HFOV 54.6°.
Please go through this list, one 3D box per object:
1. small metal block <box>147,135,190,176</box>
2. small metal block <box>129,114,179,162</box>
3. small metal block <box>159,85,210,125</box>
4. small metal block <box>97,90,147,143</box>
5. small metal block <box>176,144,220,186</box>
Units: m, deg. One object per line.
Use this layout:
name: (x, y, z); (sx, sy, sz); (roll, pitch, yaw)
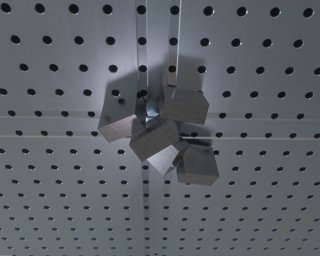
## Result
small metal block: (0.005, 0.027, 0.417); (0.050, 0.025, 0.050); (42, 129, 18)
small metal block: (-0.006, 0.008, 0.368); (0.050, 0.050, 0.025); (-31, 106, 11)
small metal block: (0.027, -0.028, 0.368); (0.050, 0.050, 0.025); (8, 112, -7)
small metal block: (-0.045, -0.015, 0.382); (0.050, 0.050, 0.025); (-21, 127, 16)
small metal block: (0.050, 0.050, 0.433); (0.050, 0.050, 0.025); (9, 137, -18)
